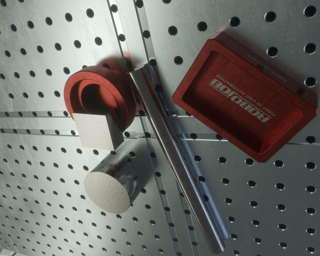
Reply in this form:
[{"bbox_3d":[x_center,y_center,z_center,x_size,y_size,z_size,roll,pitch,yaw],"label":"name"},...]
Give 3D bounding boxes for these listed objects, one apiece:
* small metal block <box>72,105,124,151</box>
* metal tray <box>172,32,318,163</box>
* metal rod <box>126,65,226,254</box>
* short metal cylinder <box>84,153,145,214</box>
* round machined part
[{"bbox_3d":[-0.078,-0.001,0.396,0.050,0.025,0.050,5,121,25],"label":"small metal block"},{"bbox_3d":[0.089,-0.031,0.340,0.130,0.030,0.089,36,129,4],"label":"metal tray"},{"bbox_3d":[0.029,0.056,0.429,0.025,0.025,0.299,-12,113,33],"label":"metal rod"},{"bbox_3d":[-0.070,0.086,0.484,0.080,0.050,0.079,13,124,20],"label":"short metal cylinder"},{"bbox_3d":[-0.075,-0.037,0.415,0.098,0.042,0.097,13,124,20],"label":"round machined part"}]
